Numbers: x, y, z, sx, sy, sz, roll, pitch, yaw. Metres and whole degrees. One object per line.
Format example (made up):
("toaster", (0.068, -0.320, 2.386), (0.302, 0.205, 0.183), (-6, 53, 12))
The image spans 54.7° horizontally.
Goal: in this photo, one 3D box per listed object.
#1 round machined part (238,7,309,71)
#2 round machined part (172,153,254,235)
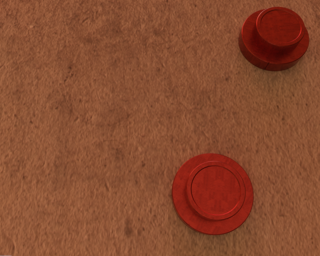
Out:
("round machined part", (0.169, -0.136, 0.451), (0.099, 0.042, 0.098), (0, 70, -1))
("round machined part", (0.064, 0.077, 0.372), (0.099, 0.042, 0.098), (0, 70, -1))
